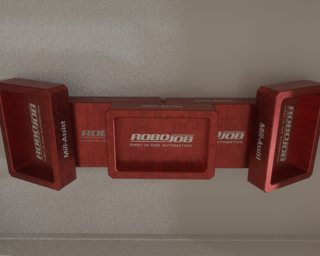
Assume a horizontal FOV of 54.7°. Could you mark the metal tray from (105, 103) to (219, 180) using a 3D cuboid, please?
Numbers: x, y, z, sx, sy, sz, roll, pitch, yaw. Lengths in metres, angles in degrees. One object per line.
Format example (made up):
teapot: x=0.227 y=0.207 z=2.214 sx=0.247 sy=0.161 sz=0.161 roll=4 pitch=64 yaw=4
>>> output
metal tray: x=0.002 y=0.016 z=0.381 sx=0.131 sy=0.030 sz=0.089 roll=1 pitch=110 yaw=0

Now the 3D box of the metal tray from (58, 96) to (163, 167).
metal tray: x=-0.062 y=0.006 z=0.409 sx=0.131 sy=0.030 sz=0.089 roll=0 pitch=110 yaw=0

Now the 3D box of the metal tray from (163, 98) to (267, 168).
metal tray: x=0.069 y=0.007 z=0.411 sx=0.131 sy=0.030 sz=0.089 roll=0 pitch=110 yaw=0

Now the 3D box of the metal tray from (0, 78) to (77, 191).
metal tray: x=-0.155 y=0.007 z=0.389 sx=0.090 sy=0.030 sz=0.129 roll=10 pitch=112 yaw=23

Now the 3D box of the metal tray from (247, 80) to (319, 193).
metal tray: x=0.160 y=0.009 z=0.391 sx=0.091 sy=0.030 sz=0.129 roll=-11 pitch=113 yaw=-27
